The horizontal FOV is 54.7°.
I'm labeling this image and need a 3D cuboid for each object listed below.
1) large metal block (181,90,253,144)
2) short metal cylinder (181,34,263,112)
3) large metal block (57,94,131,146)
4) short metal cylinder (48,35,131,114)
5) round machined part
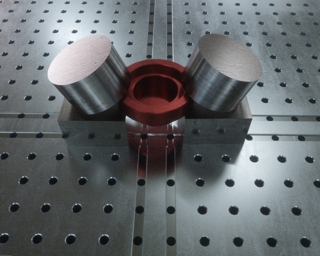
[{"bbox_3d":[0.070,-0.026,0.413,0.081,0.050,0.080,-1,50,-1],"label":"large metal block"},{"bbox_3d":[0.071,-0.065,0.365,0.081,0.050,0.080,13,48,-15],"label":"short metal cylinder"},{"bbox_3d":[-0.080,-0.023,0.410,0.080,0.050,0.080,1,50,0],"label":"large metal block"},{"bbox_3d":[-0.081,-0.063,0.362,0.080,0.050,0.080,-13,49,16],"label":"short metal cylinder"},{"bbox_3d":[-0.005,-0.041,0.392,0.099,0.042,0.098,0,50,0],"label":"round machined part"}]
